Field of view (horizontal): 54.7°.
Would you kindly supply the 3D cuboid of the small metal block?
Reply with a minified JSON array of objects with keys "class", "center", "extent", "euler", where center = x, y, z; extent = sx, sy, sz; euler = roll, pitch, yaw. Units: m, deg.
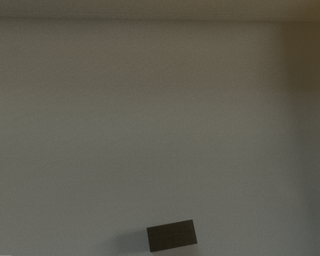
[{"class":"small metal block","center":[0.013,0.123,0.352],"extent":[0.050,0.050,0.025],"euler":[-9,71,-4]}]
